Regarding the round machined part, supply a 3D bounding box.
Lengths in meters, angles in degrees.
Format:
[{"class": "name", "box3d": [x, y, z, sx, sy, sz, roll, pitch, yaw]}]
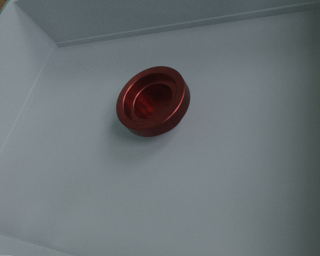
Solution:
[{"class": "round machined part", "box3d": [-0.006, -0.031, 0.414, 0.098, 0.042, 0.098, -13, 56, 21]}]
